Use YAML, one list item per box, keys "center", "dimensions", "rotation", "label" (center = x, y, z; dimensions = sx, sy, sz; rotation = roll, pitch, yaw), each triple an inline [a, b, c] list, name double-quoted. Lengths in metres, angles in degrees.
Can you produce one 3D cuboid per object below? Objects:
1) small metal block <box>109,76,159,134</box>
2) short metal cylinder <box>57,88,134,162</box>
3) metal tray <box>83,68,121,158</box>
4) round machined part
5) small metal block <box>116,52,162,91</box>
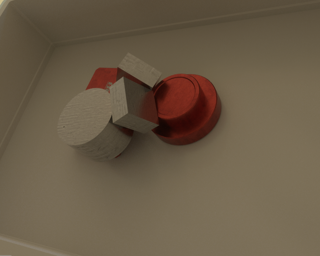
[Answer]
- center: [-0.031, -0.026, 0.368]
  dimensions: [0.025, 0.050, 0.050]
  rotation: [-30, 56, 33]
  label: "small metal block"
- center: [-0.080, -0.003, 0.392]
  dimensions: [0.080, 0.050, 0.080]
  rotation: [-13, 56, 20]
  label: "short metal cylinder"
- center: [-0.077, -0.027, 0.453]
  dimensions: [0.090, 0.030, 0.130]
  rotation: [8, 66, 31]
  label: "metal tray"
- center: [0.025, -0.031, 0.397]
  dimensions: [0.098, 0.042, 0.098]
  rotation: [-13, 56, 20]
  label: "round machined part"
- center: [-0.029, -0.065, 0.409]
  dimensions: [0.050, 0.050, 0.025]
  rotation: [31, 70, 0]
  label: "small metal block"
